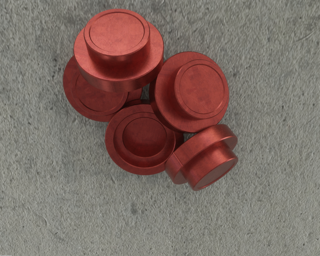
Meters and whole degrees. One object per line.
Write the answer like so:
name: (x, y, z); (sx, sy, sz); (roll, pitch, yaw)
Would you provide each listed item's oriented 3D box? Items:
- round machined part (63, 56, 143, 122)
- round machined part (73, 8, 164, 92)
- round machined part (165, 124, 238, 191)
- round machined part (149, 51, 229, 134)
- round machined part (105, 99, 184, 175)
round machined part: (-0.071, -0.053, 0.383); (0.099, 0.042, 0.097); (0, 110, -1)
round machined part: (-0.045, -0.090, 0.337); (0.099, 0.098, 0.042); (1, 152, -1)
round machined part: (0.058, 0.043, 0.389); (0.098, 0.098, 0.042); (-41, 65, 13)
round machined part: (0.040, -0.043, 0.364); (0.099, 0.042, 0.097); (1, 86, -21)
round machined part: (-0.019, 0.009, 0.405); (0.099, 0.042, 0.097); (0, 110, -1)
